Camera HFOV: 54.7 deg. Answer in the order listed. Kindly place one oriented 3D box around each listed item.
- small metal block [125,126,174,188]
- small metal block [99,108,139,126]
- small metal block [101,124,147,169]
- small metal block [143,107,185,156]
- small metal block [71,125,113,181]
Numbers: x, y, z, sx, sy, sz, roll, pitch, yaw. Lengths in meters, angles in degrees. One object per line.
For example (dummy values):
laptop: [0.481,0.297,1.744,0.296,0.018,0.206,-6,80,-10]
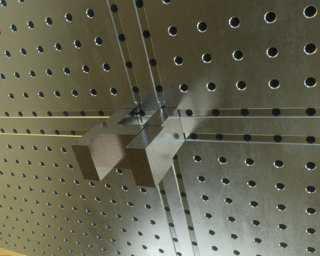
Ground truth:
small metal block: [-0.010,0.031,0.352,0.025,0.050,0.050,1,118,28]
small metal block: [-0.052,0.007,0.424,0.025,0.050,0.050,1,119,27]
small metal block: [-0.038,0.023,0.380,0.050,0.025,0.050,1,119,27]
small metal block: [0.006,0.007,0.394,0.025,0.050,0.050,-1,118,28]
small metal block: [-0.077,0.030,0.387,0.025,0.050,0.050,1,118,28]
